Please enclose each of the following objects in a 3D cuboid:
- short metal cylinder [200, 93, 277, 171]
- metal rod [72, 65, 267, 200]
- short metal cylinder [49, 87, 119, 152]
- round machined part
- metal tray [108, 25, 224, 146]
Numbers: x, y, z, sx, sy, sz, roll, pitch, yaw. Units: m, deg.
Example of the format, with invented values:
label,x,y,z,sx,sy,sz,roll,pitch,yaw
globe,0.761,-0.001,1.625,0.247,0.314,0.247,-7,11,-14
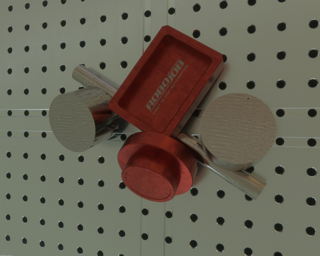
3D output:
label,x,y,z,sx,sy,sz,roll,pitch,yaw
short metal cylinder,0.087,0.006,0.356,0.080,0.050,0.080,-2,73,8
metal rod,0.000,-0.003,0.413,0.300,0.025,0.025,33,101,17
short metal cylinder,-0.103,-0.013,0.423,0.080,0.050,0.079,10,111,27
round machined part,-0.008,0.054,0.377,0.098,0.042,0.097,14,138,14
metal tray,0.008,-0.054,0.391,0.090,0.030,0.130,34,87,17
